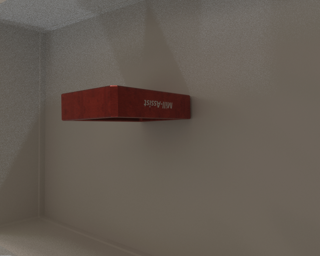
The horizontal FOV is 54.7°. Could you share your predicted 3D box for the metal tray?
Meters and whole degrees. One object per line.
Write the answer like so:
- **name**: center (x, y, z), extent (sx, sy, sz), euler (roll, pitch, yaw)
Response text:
- **metal tray**: center (-0.036, -0.024, 0.366), extent (0.090, 0.131, 0.030), euler (-2, 89, 40)
